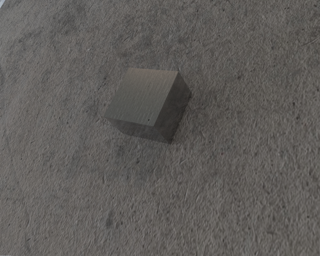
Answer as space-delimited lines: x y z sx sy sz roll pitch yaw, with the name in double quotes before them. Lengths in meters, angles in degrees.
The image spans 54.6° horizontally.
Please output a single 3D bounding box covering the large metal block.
"large metal block" -0.015 -0.031 0.416 0.080 0.050 0.080 11 67 33
